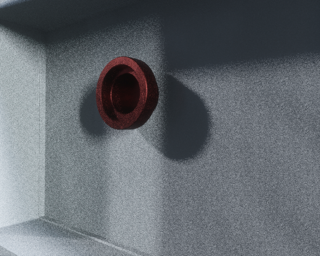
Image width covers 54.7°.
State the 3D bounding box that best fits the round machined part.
[{"bbox_3d":[-0.040,-0.046,0.427,0.098,0.042,0.097,0,90,39],"label":"round machined part"}]
